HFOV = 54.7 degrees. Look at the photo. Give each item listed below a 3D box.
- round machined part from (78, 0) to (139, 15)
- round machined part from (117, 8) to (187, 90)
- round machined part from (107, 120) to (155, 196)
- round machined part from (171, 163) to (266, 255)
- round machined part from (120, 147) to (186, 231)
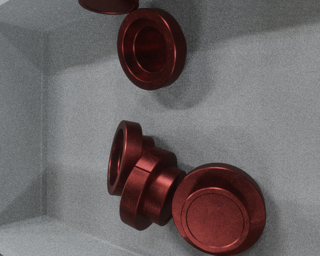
[{"bbox_3d":[-0.058,-0.161,0.354,0.098,0.099,0.042,2,92,40],"label":"round machined part"},{"bbox_3d":[-0.006,-0.099,0.389,0.098,0.042,0.097,18,118,38],"label":"round machined part"},{"bbox_3d":[-0.037,0.041,0.407,0.098,0.042,0.097,-168,89,-72],"label":"round machined part"},{"bbox_3d":[0.059,0.089,0.324,0.098,0.042,0.097,2,98,16],"label":"round machined part"},{"bbox_3d":[-0.002,0.075,0.363,0.042,0.098,0.097,20,103,23],"label":"round machined part"}]
